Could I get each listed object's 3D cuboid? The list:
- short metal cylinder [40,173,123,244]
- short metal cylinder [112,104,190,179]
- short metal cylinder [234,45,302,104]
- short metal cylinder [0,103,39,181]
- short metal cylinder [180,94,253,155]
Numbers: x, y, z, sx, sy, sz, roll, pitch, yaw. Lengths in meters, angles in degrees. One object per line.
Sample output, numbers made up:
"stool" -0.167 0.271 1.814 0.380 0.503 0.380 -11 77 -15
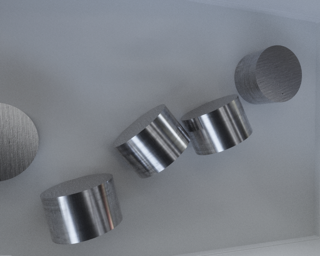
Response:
"short metal cylinder" -0.087 0.088 0.349 0.081 0.080 0.050 -14 95 -19
"short metal cylinder" -0.010 0.015 0.377 0.080 0.080 0.050 -42 104 -15
"short metal cylinder" 0.158 -0.076 0.455 0.081 0.050 0.080 0 90 -20
"short metal cylinder" -0.173 0.014 0.333 0.081 0.050 0.080 0 90 -20
"short metal cylinder" 0.074 -0.005 0.408 0.081 0.080 0.050 -28 100 -18
